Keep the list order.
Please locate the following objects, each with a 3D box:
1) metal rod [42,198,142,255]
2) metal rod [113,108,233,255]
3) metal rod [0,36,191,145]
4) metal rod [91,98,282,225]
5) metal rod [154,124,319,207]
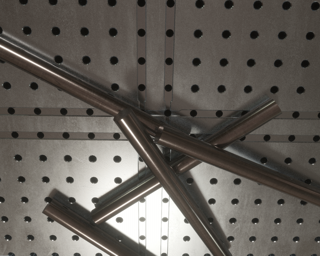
[{"bbox_3d":[-0.050,0.204,0.487,0.301,0.025,0.025,38,105,-13],"label":"metal rod"},{"bbox_3d":[0.030,0.096,0.426,0.025,0.025,0.299,-29,117,10],"label":"metal rod"},{"bbox_3d":[-0.094,-0.046,0.395,0.301,0.025,0.025,27,108,-10],"label":"metal rod"},{"bbox_3d":[0.029,0.052,0.432,0.300,0.025,0.025,-33,107,11],"label":"metal rod"},{"bbox_3d":[0.133,0.062,0.419,0.302,0.025,0.025,22,109,-16],"label":"metal rod"}]
